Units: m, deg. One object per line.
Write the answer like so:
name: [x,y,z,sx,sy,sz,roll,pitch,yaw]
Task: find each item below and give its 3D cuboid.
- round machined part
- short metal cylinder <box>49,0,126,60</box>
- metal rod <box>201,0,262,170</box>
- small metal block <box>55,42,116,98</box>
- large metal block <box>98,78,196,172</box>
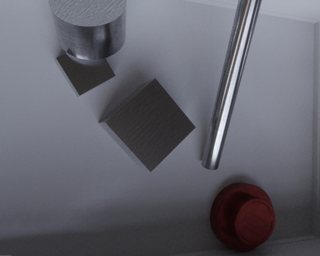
round machined part: [0.126,0.131,0.450,0.099,0.042,0.097,0,90,-21]
short metal cylinder: [-0.079,-0.124,0.350,0.081,0.050,0.080,3,61,-6]
metal rod: [0.091,-0.079,0.374,0.025,0.025,0.298,-2,118,-20]
small metal block: [-0.091,-0.072,0.377,0.050,0.025,0.050,-33,101,-17]
large metal block: [-0.017,-0.004,0.392,0.080,0.050,0.080,-44,104,-15]
